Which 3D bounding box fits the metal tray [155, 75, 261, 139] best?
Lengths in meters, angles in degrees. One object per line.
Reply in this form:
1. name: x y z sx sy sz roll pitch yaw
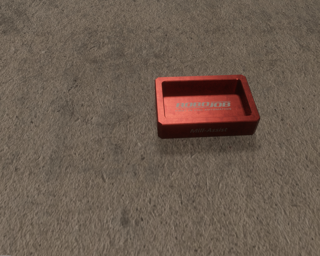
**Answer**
1. metal tray: 0.060 -0.031 0.426 0.131 0.030 0.090 -2 50 -3
